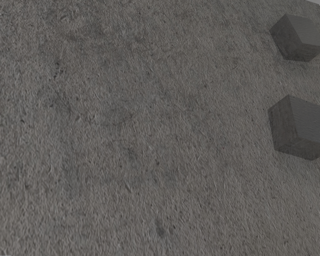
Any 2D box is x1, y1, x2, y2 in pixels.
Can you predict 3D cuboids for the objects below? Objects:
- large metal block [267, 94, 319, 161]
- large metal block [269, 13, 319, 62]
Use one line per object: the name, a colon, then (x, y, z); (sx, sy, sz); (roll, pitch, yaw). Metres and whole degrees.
large metal block: (0.233, 0.000, 0.512); (0.081, 0.050, 0.080); (16, 55, -19)
large metal block: (0.294, -0.191, 0.662); (0.081, 0.050, 0.080); (-2, 63, -29)
